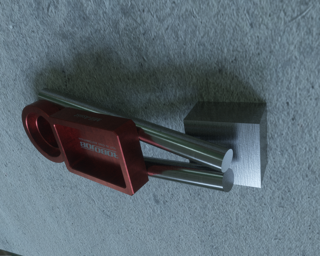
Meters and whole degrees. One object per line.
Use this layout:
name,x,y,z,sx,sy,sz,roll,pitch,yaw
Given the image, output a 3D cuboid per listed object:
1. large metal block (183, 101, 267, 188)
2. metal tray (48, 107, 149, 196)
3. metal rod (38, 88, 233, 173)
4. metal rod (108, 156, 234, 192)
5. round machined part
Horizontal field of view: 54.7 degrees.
large metal block,0.078,0.017,0.358,0.080,0.050,0.079,4,120,26
metal tray,-0.080,0.026,0.395,0.130,0.030,0.089,11,124,37
metal rod,-0.053,-0.008,0.388,0.300,0.025,0.025,19,127,32
metal rod,-0.043,0.047,0.417,0.300,0.025,0.025,3,121,41
round machined part,-0.161,0.001,0.473,0.098,0.042,0.097,21,129,28
